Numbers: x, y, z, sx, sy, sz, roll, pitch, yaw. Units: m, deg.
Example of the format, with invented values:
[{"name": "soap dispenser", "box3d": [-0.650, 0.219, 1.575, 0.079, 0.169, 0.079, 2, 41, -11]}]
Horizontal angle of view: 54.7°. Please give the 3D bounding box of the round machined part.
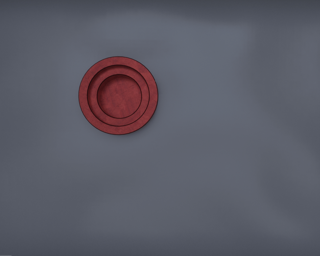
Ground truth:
[{"name": "round machined part", "box3d": [-0.051, -0.040, 0.402, 0.099, 0.042, 0.097, 0, 90, -1]}]
